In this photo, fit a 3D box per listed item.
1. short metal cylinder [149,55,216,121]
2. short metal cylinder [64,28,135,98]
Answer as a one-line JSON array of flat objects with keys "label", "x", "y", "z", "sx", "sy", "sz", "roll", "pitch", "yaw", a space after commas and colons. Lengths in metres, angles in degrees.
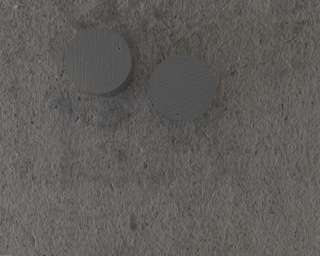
[{"label": "short metal cylinder", "x": 0.027, "y": -0.048, "z": 0.397, "sx": 0.081, "sy": 0.050, "sz": 0.080, "roll": 0, "pitch": 90, "yaw": 0}, {"label": "short metal cylinder", "x": -0.074, "y": -0.081, "z": 0.397, "sx": 0.081, "sy": 0.050, "sz": 0.080, "roll": 0, "pitch": 90, "yaw": 0}]
